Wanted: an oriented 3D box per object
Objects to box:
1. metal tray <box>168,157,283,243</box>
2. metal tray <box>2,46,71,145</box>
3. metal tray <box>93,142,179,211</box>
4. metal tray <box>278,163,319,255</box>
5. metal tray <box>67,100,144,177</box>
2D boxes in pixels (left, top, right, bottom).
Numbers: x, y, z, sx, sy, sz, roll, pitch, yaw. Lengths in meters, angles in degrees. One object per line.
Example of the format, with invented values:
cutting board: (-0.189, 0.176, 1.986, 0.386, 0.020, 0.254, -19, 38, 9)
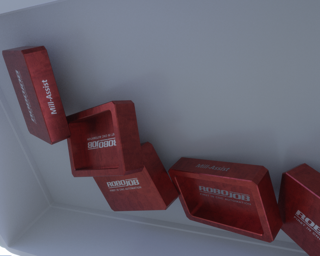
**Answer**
metal tray: (0.079, 0.087, 0.395, 0.130, 0.030, 0.090, 1, 120, 45)
metal tray: (-0.175, -0.048, 0.440, 0.090, 0.030, 0.129, 15, 122, 47)
metal tray: (-0.044, 0.076, 0.455, 0.130, 0.030, 0.090, -18, 104, 46)
metal tray: (0.183, 0.108, 0.324, 0.130, 0.030, 0.089, 45, 149, 50)
metal tray: (-0.080, 0.018, 0.418, 0.130, 0.030, 0.089, -11, 87, 46)
